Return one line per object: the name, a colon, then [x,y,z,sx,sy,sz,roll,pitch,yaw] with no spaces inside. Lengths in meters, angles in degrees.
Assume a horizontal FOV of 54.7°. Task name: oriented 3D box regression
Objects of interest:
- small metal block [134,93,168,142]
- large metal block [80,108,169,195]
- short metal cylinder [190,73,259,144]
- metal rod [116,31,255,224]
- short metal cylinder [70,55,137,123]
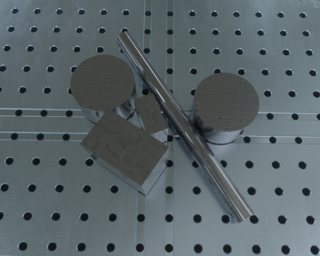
small metal block: [-0.011,-0.009,0.397,0.025,0.050,0.050,-20,72,-7]
large metal block: [-0.037,0.032,0.366,0.080,0.080,0.050,32,74,11]
short metal cylinder: [0.082,-0.025,0.404,0.081,0.050,0.080,0,70,0]
metal rod: [0.024,-0.013,0.412,0.025,0.025,0.299,-30,73,-10]
short metal cylinder: [-0.072,-0.050,0.412,0.081,0.050,0.080,0,70,0]
